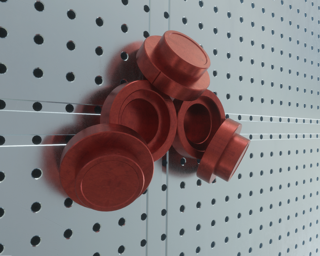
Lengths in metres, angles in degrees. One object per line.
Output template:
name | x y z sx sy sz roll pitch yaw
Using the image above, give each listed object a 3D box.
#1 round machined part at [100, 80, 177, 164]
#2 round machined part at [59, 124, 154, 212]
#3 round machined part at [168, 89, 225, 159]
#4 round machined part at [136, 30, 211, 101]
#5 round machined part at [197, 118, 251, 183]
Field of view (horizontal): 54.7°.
round machined part | -0.029 -0.007 0.374 0.099 0.042 0.097 0 90 -40
round machined part | -0.054 0.048 0.324 0.099 0.042 0.097 -6 116 -13
round machined part | 0.046 -0.006 0.439 0.099 0.042 0.097 0 90 -40
round machined part | 0.023 -0.083 0.386 0.099 0.042 0.098 23 40 -21
round machined part | 0.096 0.038 0.446 0.098 0.042 0.098 -50 158 -29
